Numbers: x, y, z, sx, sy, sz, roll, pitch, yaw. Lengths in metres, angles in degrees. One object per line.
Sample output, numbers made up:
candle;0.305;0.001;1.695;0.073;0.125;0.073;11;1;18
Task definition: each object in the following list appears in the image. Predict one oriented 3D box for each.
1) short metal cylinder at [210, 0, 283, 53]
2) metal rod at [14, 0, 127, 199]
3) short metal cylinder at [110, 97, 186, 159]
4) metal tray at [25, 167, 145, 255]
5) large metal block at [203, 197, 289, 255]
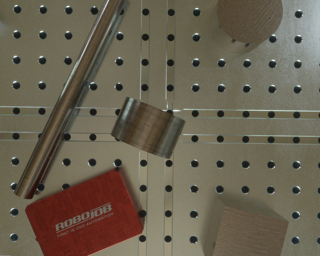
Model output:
short metal cylinder;0.109;-0.143;0.401;0.081;0.050;0.080;0;90;0
metal rod;-0.117;-0.046;0.412;0.025;0.025;0.299;25;90;0
short metal cylinder;-0.014;0.000;0.386;0.080;0.080;0.050;23;90;0
metal tray;-0.097;0.117;0.410;0.131;0.030;0.090;-23;90;0
large metal block;0.108;0.143;0.402;0.080;0.050;0.080;14;90;0
